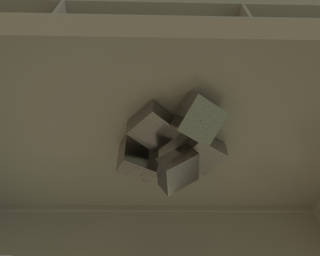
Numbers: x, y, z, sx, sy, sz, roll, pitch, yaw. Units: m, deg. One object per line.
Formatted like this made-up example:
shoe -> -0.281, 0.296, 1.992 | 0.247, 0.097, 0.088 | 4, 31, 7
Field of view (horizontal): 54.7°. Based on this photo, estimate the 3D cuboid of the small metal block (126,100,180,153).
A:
small metal block -> -0.008, -0.001, 0.405 | 0.050, 0.025, 0.050 | 36, 121, -27

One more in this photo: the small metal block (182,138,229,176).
small metal block -> 0.059, 0.035, 0.437 | 0.050, 0.025, 0.050 | 28, 124, -23

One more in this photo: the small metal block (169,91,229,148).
small metal block -> 0.048, -0.010, 0.384 | 0.050, 0.025, 0.050 | 30, 91, -24

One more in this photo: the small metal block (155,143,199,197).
small metal block -> 0.024, 0.055, 0.406 | 0.050, 0.025, 0.050 | -25, 134, -22

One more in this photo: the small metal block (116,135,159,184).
small metal block -> -0.030, 0.042, 0.425 | 0.050, 0.050, 0.025 | 23, 126, -19
